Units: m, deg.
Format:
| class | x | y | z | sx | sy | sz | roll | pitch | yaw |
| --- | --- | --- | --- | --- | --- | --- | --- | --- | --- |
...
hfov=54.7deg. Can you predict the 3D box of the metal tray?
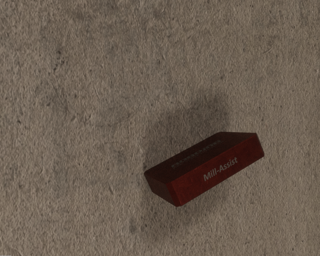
| class | x | y | z | sx | sy | sz | roll | pitch | yaw |
| --- | --- | --- | --- | --- | --- | --- | --- | --- | --- |
| metal tray | 0.054 | 0.046 | 0.395 | 0.131 | 0.090 | 0.030 | -26 | 99 | -18 |
